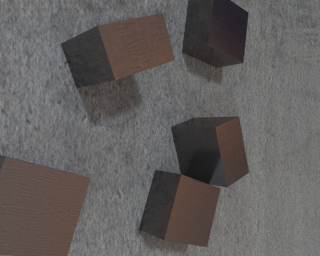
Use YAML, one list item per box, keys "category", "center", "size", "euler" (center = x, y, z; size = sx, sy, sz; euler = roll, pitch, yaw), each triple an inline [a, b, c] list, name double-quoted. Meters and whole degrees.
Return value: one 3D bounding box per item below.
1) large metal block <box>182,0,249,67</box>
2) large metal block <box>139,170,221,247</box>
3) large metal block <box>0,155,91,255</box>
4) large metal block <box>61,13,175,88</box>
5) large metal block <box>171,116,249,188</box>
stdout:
- category: "large metal block"
  center: [0.083, -0.143, 0.461]
  size: [0.081, 0.050, 0.080]
  euler: [12, 83, -40]
- category: "large metal block"
  center: [0.028, 0.107, 0.415]
  size: [0.080, 0.050, 0.080]
  euler: [25, 74, -38]
- category: "large metal block"
  center: [-0.123, 0.074, 0.287]
  size: [0.080, 0.050, 0.080]
  euler: [24, 75, -38]
- category: "large metal block"
  center: [-0.045, -0.082, 0.332]
  size: [0.081, 0.080, 0.050]
  euler: [-27, 107, -37]
- category: "large metal block"
  center: [0.068, 0.030, 0.429]
  size: [0.050, 0.080, 0.079]
  euler: [-22, 104, -38]
